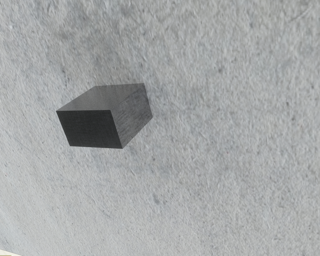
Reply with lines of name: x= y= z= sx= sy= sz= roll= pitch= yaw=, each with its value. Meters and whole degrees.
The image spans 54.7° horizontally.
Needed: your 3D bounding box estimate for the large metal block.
large metal block: x=-0.067 y=-0.017 z=0.394 sx=0.080 sy=0.080 sz=0.050 roll=1 pitch=119 yaw=27
